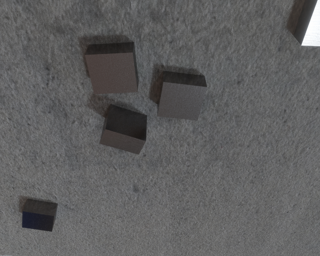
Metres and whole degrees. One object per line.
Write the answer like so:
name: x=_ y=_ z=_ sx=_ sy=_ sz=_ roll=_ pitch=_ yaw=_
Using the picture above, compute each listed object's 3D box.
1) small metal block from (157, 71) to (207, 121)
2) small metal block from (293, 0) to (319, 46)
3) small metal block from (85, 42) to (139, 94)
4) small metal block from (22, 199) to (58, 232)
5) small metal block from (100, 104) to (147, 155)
small metal block: x=0.025 y=-0.038 z=0.375 sx=0.050 sy=0.025 sz=0.050 roll=6 pitch=130 yaw=-6
small metal block: x=0.172 y=-0.112 z=0.315 sx=0.050 sy=0.025 sz=0.050 roll=2 pitch=130 yaw=-2
small metal block: x=-0.052 y=-0.067 z=0.350 sx=0.050 sy=0.025 sz=0.050 roll=-3 pitch=130 yaw=2
small metal block: x=-0.207 y=0.151 z=0.533 sx=0.050 sy=0.025 sz=0.050 roll=13 pitch=129 yaw=-11
small metal block: x=-0.045 y=0.001 z=0.391 sx=0.050 sy=0.050 sz=0.025 roll=17 pitch=128 yaw=-15
